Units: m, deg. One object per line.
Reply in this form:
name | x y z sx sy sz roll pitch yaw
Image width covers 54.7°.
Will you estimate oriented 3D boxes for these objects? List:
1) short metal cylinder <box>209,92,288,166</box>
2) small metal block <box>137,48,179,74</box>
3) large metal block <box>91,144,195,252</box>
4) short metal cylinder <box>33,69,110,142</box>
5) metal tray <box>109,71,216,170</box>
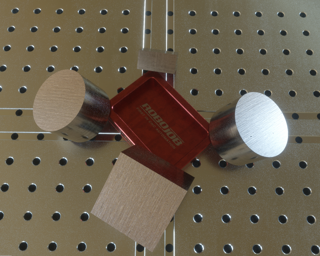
short metal cylinder | 0.108 0.002 0.382 0.081 0.050 0.080 10 68 -25
small metal block | -0.002 -0.094 0.430 0.050 0.050 0.025 8 108 3
large metal block | -0.018 0.076 0.352 0.080 0.050 0.080 29 103 10
short metal cylinder | -0.111 -0.027 0.391 0.080 0.050 0.080 -9 69 24
metal tray | 0.000 -0.005 0.410 0.090 0.030 0.130 -40 75 -13
